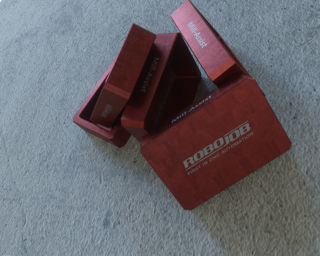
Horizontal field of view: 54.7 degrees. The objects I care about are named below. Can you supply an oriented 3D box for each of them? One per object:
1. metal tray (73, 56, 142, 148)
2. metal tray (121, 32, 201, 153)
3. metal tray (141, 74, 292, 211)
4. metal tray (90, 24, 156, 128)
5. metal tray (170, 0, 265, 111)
[{"bbox_3d":[-0.059,-0.044,0.458,0.090,0.030,0.130,22,73,35],"label":"metal tray"},{"bbox_3d":[0.008,-0.040,0.383,0.030,0.090,0.130,7,65,31],"label":"metal tray"},{"bbox_3d":[0.057,0.016,0.323,0.130,0.090,0.030,-34,17,6],"label":"metal tray"},{"bbox_3d":[-0.051,-0.060,0.394,0.130,0.030,0.090,-39,29,66],"label":"metal tray"},{"bbox_3d":[0.069,-0.090,0.379,0.030,0.090,0.130,-39,50,20],"label":"metal tray"}]
